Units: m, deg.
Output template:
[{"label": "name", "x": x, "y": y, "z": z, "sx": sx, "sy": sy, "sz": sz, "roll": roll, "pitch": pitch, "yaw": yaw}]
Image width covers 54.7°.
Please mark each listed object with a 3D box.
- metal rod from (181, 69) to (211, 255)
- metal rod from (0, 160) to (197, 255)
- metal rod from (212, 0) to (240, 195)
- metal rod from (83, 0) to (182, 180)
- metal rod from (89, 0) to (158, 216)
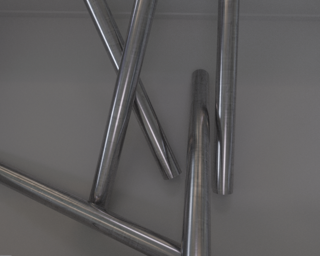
[{"label": "metal rod", "x": 0.041, "y": 0.031, "z": 0.332, "sx": 0.025, "sy": 0.025, "sz": 0.300, "roll": 6, "pitch": 45, "yaw": 2}, {"label": "metal rod", "x": -0.099, "y": 0.089, "z": 0.353, "sx": 0.301, "sy": 0.025, "sz": 0.025, "roll": 20, "pitch": 71, "yaw": 16}, {"label": "metal rod", "x": 0.080, "y": -0.070, "z": 0.372, "sx": 0.025, "sy": 0.025, "sz": 0.298, "roll": 1, "pitch": 94, "yaw": 0}, {"label": "metal rod", "x": -0.044, "y": -0.076, "z": 0.376, "sx": 0.025, "sy": 0.025, "sz": 0.299, "roll": -25, "pitch": 95, "yaw": -9}, {"label": "metal rod", "x": -0.040, "y": -0.042, "z": 0.354, "sx": 0.025, "sy": 0.025, "sz": 0.298, "roll": 15, "pitch": 98, "yaw": 5}]
